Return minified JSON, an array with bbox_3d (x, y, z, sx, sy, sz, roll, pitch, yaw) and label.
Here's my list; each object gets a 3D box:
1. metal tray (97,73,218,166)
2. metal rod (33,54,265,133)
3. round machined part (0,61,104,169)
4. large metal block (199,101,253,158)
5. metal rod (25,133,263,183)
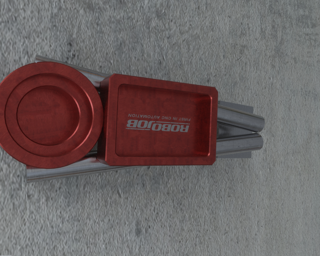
[{"bbox_3d":[0.001,-0.005,0.338,0.131,0.030,0.089,3,88,-28],"label":"metal tray"},{"bbox_3d":[0.008,-0.033,0.372,0.302,0.025,0.025,12,82,-27],"label":"metal rod"},{"bbox_3d":[-0.108,-0.012,0.298,0.099,0.042,0.097,0,90,-30],"label":"round machined part"},{"bbox_3d":[0.096,0.004,0.471,0.081,0.050,0.080,5,87,-40],"label":"large metal block"},{"bbox_3d":[0.004,0.030,0.370,0.303,0.025,0.025,-5,93,-28],"label":"metal rod"}]
